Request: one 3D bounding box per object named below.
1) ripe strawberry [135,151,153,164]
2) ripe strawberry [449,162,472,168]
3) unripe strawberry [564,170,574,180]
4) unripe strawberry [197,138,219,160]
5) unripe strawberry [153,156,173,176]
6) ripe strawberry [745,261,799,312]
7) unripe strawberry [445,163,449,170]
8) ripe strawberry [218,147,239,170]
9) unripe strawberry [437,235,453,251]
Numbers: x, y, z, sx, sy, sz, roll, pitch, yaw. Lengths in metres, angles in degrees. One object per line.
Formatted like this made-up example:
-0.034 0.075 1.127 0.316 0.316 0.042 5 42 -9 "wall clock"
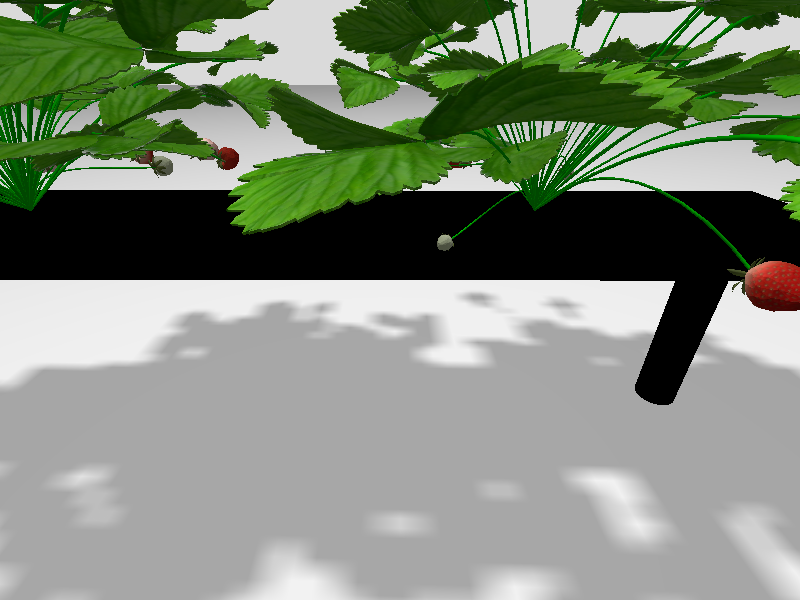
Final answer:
-0.343 -0.196 0.533 0.027 0.028 0.029 -2 29 -3 "ripe strawberry"
0.074 -0.182 0.500 0.037 0.032 0.037 -8 30 -13 "ripe strawberry"
0.187 -0.142 0.451 0.016 0.014 0.016 17 -28 26 "unripe strawberry"
-0.262 -0.205 0.544 0.033 0.028 0.033 9 30 15 "unripe strawberry"
-0.280 -0.160 0.475 0.022 0.023 0.023 10 31 17 "unripe strawberry"
0.193 -0.006 0.202 0.029 0.025 0.029 -12 33 -20 "ripe strawberry"
0.050 -0.166 0.486 0.016 0.019 0.018 -13 32 -21 "unripe strawberry"
-0.211 -0.175 0.495 0.024 0.027 0.026 20 35 30 "ripe strawberry"
0.030 -0.039 0.275 0.011 0.011 0.011 26 39 37 "unripe strawberry"
